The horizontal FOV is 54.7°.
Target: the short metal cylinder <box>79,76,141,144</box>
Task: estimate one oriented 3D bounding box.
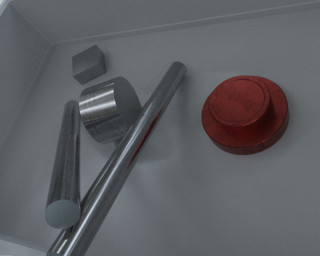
[{"bbox_3d":[-0.063,-0.023,0.416,0.050,0.080,0.080,-17,55,18],"label":"short metal cylinder"}]

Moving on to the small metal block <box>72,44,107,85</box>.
[{"bbox_3d":[-0.123,-0.109,0.535,0.050,0.025,0.050,-23,53,13],"label":"small metal block"}]

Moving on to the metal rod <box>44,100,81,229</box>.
[{"bbox_3d":[-0.106,0.015,0.363,0.025,0.025,0.300,-39,23,1],"label":"metal rod"}]

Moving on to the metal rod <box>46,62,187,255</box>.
[{"bbox_3d":[-0.023,0.007,0.336,0.025,0.025,0.301,-3,36,26],"label":"metal rod"}]

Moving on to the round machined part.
[{"bbox_3d":[0.095,-0.022,0.358,0.098,0.042,0.098,-13,56,20],"label":"round machined part"}]
